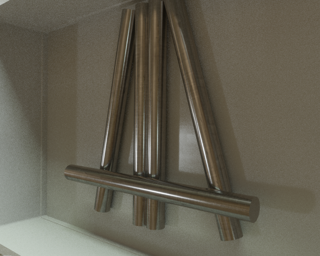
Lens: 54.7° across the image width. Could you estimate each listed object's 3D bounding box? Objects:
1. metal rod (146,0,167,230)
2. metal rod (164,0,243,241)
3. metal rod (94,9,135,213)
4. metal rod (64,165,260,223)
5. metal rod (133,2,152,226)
[{"bbox_3d":[-0.004,-0.018,0.409,0.025,0.025,0.298,1,91,40],"label":"metal rod"},{"bbox_3d":[0.048,-0.023,0.366,0.025,0.025,0.299,-20,77,38],"label":"metal rod"},{"bbox_3d":[-0.065,-0.020,0.460,0.025,0.025,0.298,16,100,39],"label":"metal rod"},{"bbox_3d":[-0.025,0.074,0.392,0.300,0.025,0.025,2,91,40],"label":"metal rod"},{"bbox_3d":[-0.023,-0.018,0.425,0.025,0.025,0.298,1,91,40],"label":"metal rod"}]
